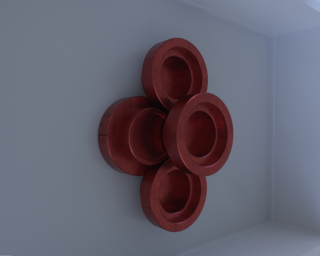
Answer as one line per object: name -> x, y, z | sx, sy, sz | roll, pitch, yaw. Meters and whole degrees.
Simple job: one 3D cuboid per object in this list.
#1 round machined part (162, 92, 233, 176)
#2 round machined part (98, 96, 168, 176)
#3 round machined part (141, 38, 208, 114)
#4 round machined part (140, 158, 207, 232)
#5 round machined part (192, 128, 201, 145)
round machined part -> 0.042, 0.007, 0.375 | 0.099, 0.042, 0.097 | 0, 90, -40
round machined part -> -0.021, 0.010, 0.377 | 0.099, 0.042, 0.097 | 0, 90, -40
round machined part -> 0.015, -0.065, 0.407 | 0.099, 0.042, 0.097 | 0, 90, -40
round machined part -> 0.013, 0.082, 0.406 | 0.099, 0.042, 0.097 | 0, 90, -40
round machined part -> 0.055, 0.013, 0.441 | 0.099, 0.042, 0.097 | 0, 90, -40
